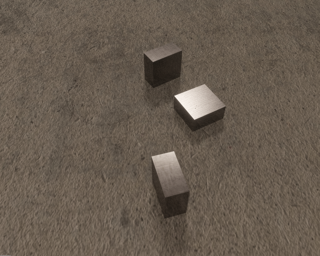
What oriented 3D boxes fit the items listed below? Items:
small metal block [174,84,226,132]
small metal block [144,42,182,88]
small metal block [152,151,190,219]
[{"bbox_3d":[0.054,-0.029,0.428,0.050,0.025,0.050,-23,54,-19],"label":"small metal block"},{"bbox_3d":[0.004,-0.095,0.467,0.050,0.050,0.025,-26,55,-21],"label":"small metal block"},{"bbox_3d":[0.010,0.062,0.335,0.025,0.050,0.050,-13,51,-11],"label":"small metal block"}]
